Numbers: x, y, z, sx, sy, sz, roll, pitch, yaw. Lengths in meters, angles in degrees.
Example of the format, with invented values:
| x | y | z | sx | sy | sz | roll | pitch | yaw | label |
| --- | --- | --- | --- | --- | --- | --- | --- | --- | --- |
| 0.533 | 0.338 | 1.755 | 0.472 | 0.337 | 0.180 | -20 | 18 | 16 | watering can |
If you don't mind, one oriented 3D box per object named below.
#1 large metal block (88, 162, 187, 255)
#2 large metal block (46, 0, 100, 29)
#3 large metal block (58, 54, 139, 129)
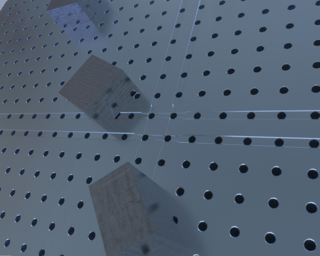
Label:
| x | y | z | sx | sy | sz | roll | pitch | yaw | label |
| --- | --- | --- | --- | --- | --- | --- | --- | --- | --- |
| -0.023 | 0.095 | 0.328 | 0.050 | 0.080 | 0.080 | -33 | 52 | 7 | large metal block |
| -0.178 | -0.262 | 0.648 | 0.080 | 0.050 | 0.080 | -2 | 61 | 27 | large metal block |
| -0.095 | -0.057 | 0.478 | 0.080 | 0.050 | 0.080 | 32 | 80 | 38 | large metal block |
